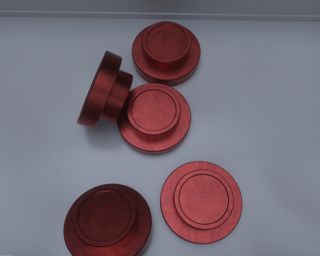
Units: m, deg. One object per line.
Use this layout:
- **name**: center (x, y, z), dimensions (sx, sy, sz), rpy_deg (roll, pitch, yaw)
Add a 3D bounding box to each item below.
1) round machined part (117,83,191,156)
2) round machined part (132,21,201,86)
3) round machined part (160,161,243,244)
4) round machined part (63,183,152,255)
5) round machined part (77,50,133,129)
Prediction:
- **round machined part**: center (-0.008, -0.016, 0.406), dimensions (0.099, 0.042, 0.098), rpy_deg (0, 70, -1)
- **round machined part**: center (0.009, -0.112, 0.442), dimensions (0.099, 0.042, 0.098), rpy_deg (0, 70, -1)
- **round machined part**: center (0.050, 0.087, 0.370), dimensions (0.099, 0.042, 0.098), rpy_deg (0, 70, -1)
- **round machined part**: center (-0.058, 0.105, 0.347), dimensions (0.099, 0.042, 0.098), rpy_deg (-1, 51, 1)
- **round machined part**: center (-0.066, -0.044, 0.390), dimensions (0.042, 0.098, 0.098), rpy_deg (22, 70, -16)
